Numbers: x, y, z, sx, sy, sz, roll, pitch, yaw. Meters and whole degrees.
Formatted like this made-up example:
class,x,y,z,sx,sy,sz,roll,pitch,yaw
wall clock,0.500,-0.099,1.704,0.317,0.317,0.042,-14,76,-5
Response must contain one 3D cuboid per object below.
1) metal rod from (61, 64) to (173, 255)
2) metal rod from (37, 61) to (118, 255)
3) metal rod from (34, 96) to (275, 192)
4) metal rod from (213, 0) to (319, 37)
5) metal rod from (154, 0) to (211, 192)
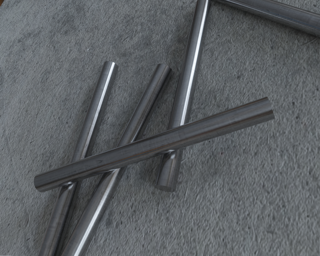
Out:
class,x,y,z,sx,sy,sz,roll,pitch,yaw
metal rod,-0.053,0.043,0.405,0.025,0.025,0.300,12,68,33
metal rod,-0.109,0.030,0.443,0.025,0.025,0.300,-2,61,27
metal rod,-0.021,0.026,0.365,0.301,0.025,0.025,-19,54,16
metal rod,0.167,-0.148,0.406,0.025,0.025,0.300,-46,51,-4
metal rod,0.037,-0.062,0.422,0.025,0.025,0.300,-1,61,28
